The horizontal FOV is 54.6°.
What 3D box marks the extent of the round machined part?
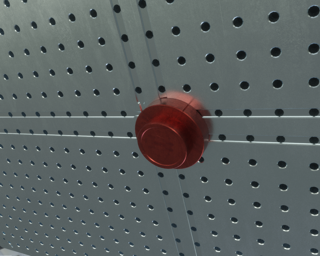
[{"bbox_3d":[0.010,0.014,0.404,0.098,0.042,0.097,13,124,21],"label":"round machined part"}]
